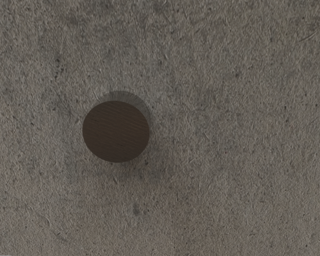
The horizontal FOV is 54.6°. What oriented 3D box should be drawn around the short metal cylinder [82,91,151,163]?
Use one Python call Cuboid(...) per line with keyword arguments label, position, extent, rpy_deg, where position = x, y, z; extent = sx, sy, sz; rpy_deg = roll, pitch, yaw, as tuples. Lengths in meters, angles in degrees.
Cuboid(label="short metal cylinder", position=(-0.053, -0.003, 0.395), extent=(0.080, 0.050, 0.079), rpy_deg=(0, 110, 0))
